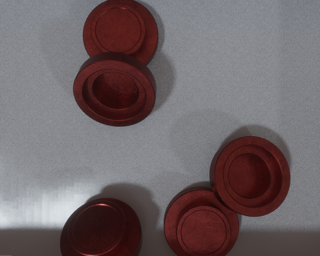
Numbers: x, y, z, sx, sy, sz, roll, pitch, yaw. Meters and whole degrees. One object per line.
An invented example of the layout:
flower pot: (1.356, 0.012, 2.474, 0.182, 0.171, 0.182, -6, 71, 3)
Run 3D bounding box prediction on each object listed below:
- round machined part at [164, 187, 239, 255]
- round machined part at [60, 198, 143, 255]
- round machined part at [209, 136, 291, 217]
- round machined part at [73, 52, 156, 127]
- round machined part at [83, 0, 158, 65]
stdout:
round machined part: (0.054, 0.129, 0.403, 0.099, 0.042, 0.097, 0, 90, 0)
round machined part: (-0.072, 0.128, 0.376, 0.099, 0.042, 0.098, -2, 48, 2)
round machined part: (0.111, 0.061, 0.397, 0.099, 0.042, 0.097, 1, 81, -9)
round machined part: (-0.054, -0.051, 0.386, 0.099, 0.042, 0.097, 2, 132, 2)
round machined part: (-0.051, -0.121, 0.402, 0.099, 0.042, 0.097, 0, 90, 0)
